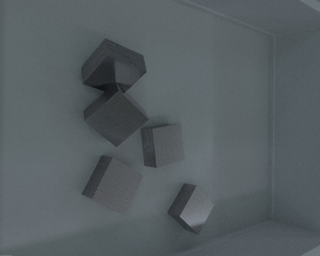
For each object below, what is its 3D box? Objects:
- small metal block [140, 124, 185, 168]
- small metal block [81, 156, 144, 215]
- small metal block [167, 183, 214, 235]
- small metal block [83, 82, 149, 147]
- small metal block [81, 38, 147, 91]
[{"bbox_3d":[0.004,0.022,0.412,0.050,0.025,0.050,-11,97,-40],"label":"small metal block"},{"bbox_3d":[-0.054,0.067,0.363,0.050,0.025,0.050,38,67,-34],"label":"small metal block"},{"bbox_3d":[0.045,0.116,0.447,0.050,0.025,0.050,49,61,-29],"label":"small metal block"},{"bbox_3d":[-0.050,-0.014,0.350,0.050,0.025,0.050,-41,122,8],"label":"small metal block"},{"bbox_3d":[-0.052,-0.065,0.345,0.050,0.050,0.025,16,50,-39],"label":"small metal block"}]
